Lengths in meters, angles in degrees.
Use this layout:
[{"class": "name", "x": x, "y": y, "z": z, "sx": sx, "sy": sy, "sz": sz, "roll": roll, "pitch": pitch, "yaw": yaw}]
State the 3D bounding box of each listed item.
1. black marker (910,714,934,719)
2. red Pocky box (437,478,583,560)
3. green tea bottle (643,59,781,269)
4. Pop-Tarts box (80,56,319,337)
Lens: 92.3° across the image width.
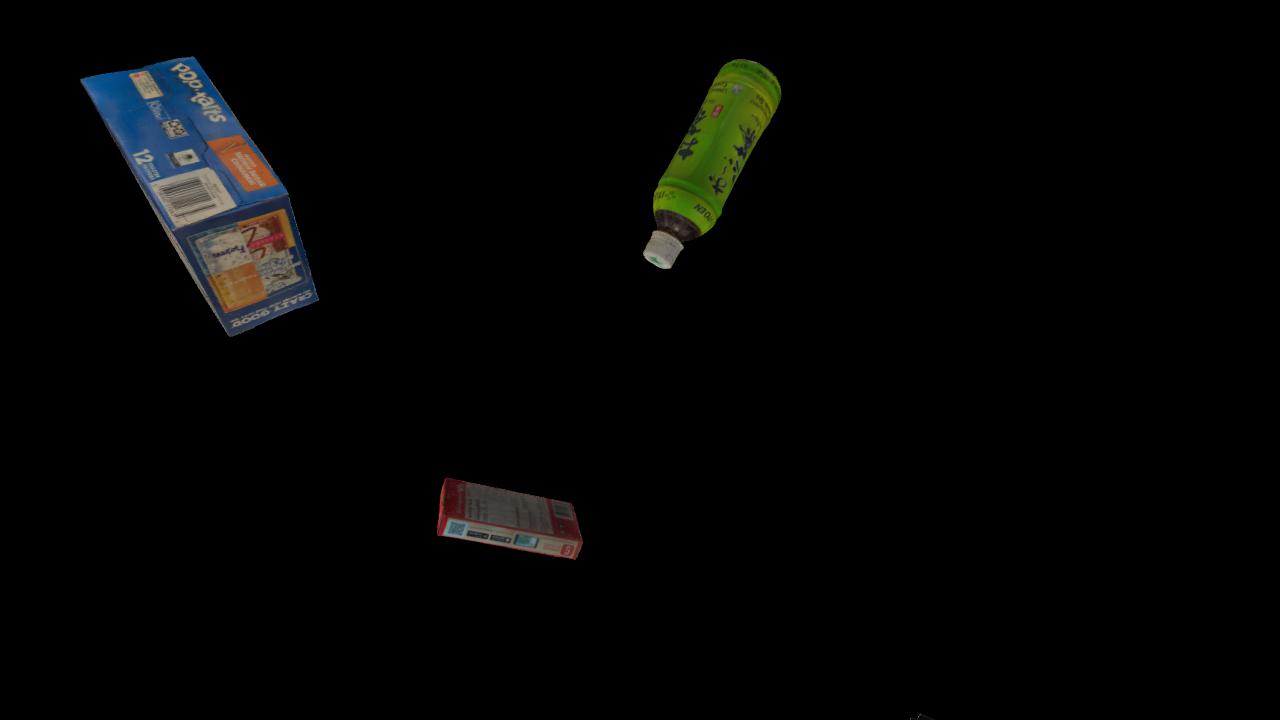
[{"class": "black marker", "x": 0.250, "y": 0.275, "z": 0.423, "sx": 0.121, "sy": 0.020, "sz": 0.020, "roll": 5, "pitch": 3, "yaw": 35}, {"class": "red Pocky box", "x": -0.145, "y": 0.176, "z": 0.684, "sx": 0.155, "sy": 0.028, "sz": 0.083, "roll": 17, "pitch": 14, "yaw": -19}, {"class": "green tea bottle", "x": 0.065, "y": -0.185, "z": 0.599, "sx": 0.073, "sy": 0.212, "sz": 0.073, "roll": 26, "pitch": -7, "yaw": 3}, {"class": "Pop-Tarts box", "x": -0.356, "y": -0.133, "z": 0.512, "sx": 0.083, "sy": 0.167, "sz": 0.141, "roll": -30, "pitch": -18, "yaw": -30}]
